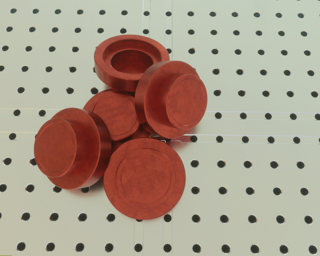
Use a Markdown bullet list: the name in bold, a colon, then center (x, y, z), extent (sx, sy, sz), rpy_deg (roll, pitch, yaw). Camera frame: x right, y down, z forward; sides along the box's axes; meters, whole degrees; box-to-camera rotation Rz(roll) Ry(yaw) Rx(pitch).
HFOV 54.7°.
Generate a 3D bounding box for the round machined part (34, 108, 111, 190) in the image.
- **round machined part**: center (-0.110, 0.024, 0.367), extent (0.098, 0.042, 0.097), rpy_deg (-3, 83, 29)

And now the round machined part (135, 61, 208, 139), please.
- **round machined part**: center (0.021, -0.034, 0.384), extent (0.042, 0.098, 0.098), rpy_deg (15, 64, 49)

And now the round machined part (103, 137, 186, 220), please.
- **round machined part**: center (-0.018, 0.059, 0.368), extent (0.099, 0.042, 0.097), rpy_deg (1, 81, -6)

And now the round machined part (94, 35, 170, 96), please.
- **round machined part**: center (-0.038, -0.082, 0.420), extent (0.099, 0.042, 0.098), rpy_deg (4, 49, -4)

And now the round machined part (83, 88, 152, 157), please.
- **round machined part**: center (-0.056, -0.010, 0.404), extent (0.099, 0.042, 0.098), rpy_deg (0, 70, -1)
